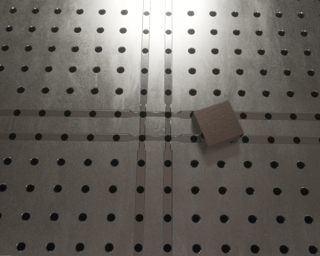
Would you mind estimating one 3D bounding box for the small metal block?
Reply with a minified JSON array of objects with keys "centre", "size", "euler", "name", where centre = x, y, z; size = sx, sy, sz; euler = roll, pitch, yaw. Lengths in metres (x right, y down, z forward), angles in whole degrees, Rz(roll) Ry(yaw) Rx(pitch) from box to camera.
[{"centre":[0.076,-0.003,0.414],"size":[0.050,0.025,0.050],"euler":[-18,71,-7],"name":"small metal block"}]
